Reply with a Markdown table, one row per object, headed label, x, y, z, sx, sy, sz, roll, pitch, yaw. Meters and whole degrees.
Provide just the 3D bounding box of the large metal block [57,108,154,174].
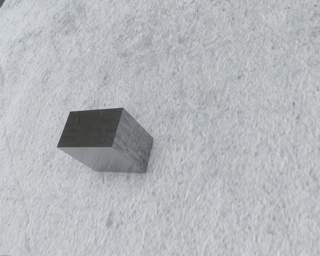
| label | x | y | z | sx | sy | sz | roll | pitch | yaw |
| --- | --- | --- | --- | --- | --- | --- | --- | --- | --- |
| large metal block | -0.066 | 0.019 | 0.393 | 0.080 | 0.080 | 0.050 | -2 | 61 | 27 |
